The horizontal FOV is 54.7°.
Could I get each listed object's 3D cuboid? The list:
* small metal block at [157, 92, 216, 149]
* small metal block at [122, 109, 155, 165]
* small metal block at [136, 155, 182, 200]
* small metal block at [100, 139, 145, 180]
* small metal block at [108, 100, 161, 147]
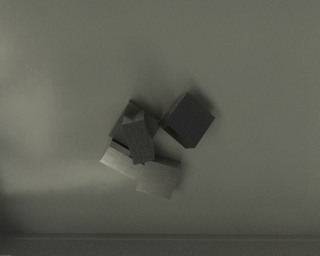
[{"bbox_3d":[0.034,-0.009,0.396,0.050,0.025,0.050,41,71,-14],"label":"small metal block"},{"bbox_3d":[-0.025,0.009,0.373,0.025,0.050,0.050,-14,107,1],"label":"small metal block"},{"bbox_3d":[-0.002,0.067,0.436,0.050,0.025,0.050,17,109,-7],"label":"small metal block"},{"bbox_3d":[-0.047,0.036,0.411,0.050,0.050,0.025,31,108,-11],"label":"small metal block"},{"bbox_3d":[-0.032,-0.001,0.408,0.050,0.025,0.050,31,102,-11],"label":"small metal block"}]
